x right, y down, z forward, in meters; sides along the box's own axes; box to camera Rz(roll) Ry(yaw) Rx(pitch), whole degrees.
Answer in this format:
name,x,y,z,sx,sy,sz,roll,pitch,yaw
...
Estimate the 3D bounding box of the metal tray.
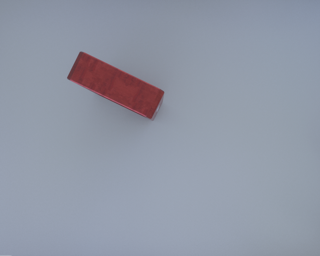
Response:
name,x,y,z,sx,sy,sz,roll,pitch,yaw
metal tray,-0.043,-0.042,0.358,0.090,0.130,0.030,26,90,-1
